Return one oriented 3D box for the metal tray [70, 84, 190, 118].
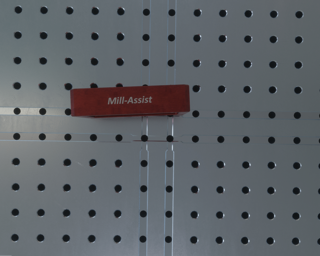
[{"bbox_3d":[-0.033,-0.030,0.380,0.131,0.090,0.030,-2,90,0],"label":"metal tray"}]
